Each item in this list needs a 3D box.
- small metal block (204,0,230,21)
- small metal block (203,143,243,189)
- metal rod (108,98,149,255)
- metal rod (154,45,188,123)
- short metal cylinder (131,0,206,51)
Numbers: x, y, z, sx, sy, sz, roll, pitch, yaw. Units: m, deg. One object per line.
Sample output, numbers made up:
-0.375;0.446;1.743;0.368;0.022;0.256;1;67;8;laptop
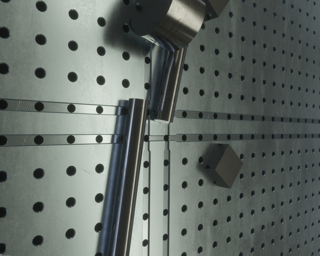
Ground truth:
0.078;-0.202;0.474;0.050;0.025;0.050;47;62;-30;small metal block
0.102;0.060;0.494;0.050;0.025;0.050;50;61;-29;small metal block
-0.044;0.113;0.371;0.025;0.025;0.298;12;83;-40;metal rod
0.033;-0.154;0.431;0.025;0.025;0.299;17;81;-39;metal rod
0.009;-0.141;0.380;0.050;0.080;0.080;16;80;-39;short metal cylinder
